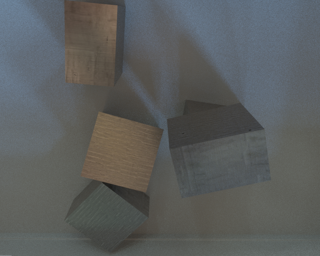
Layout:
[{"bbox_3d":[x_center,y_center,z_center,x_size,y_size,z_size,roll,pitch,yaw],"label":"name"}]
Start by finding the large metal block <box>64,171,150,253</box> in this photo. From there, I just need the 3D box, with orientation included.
[{"bbox_3d":[-0.072,0.114,0.439,0.080,0.050,0.080,41,105,-14],"label":"large metal block"}]

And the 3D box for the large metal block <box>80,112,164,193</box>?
[{"bbox_3d":[-0.047,0.028,0.396,0.080,0.050,0.080,16,90,-6],"label":"large metal block"}]

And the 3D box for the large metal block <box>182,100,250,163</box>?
[{"bbox_3d":[0.070,0.005,0.385,0.081,0.080,0.050,8,110,-4],"label":"large metal block"}]

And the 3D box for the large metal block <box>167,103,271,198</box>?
[{"bbox_3d":[0.053,0.018,0.304,0.080,0.080,0.050,-12,110,4],"label":"large metal block"}]

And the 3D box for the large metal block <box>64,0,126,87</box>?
[{"bbox_3d":[-0.070,-0.096,0.346,0.050,0.080,0.079,5,110,-2],"label":"large metal block"}]
